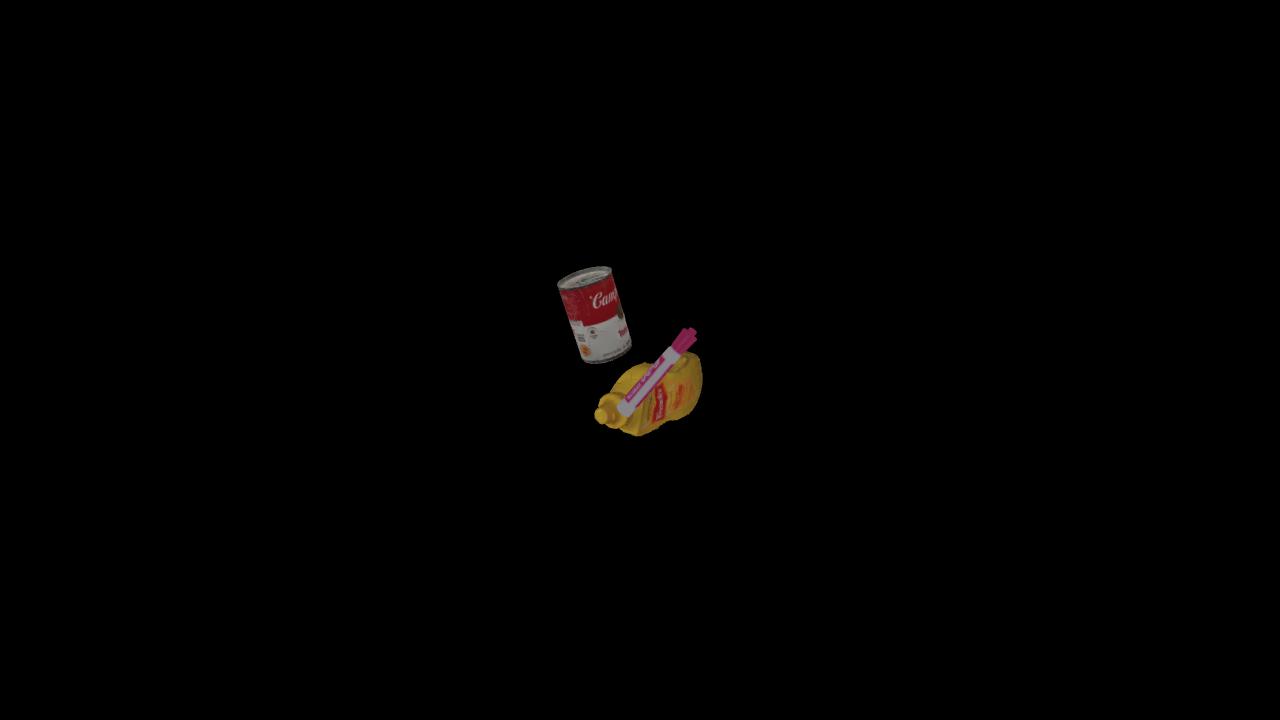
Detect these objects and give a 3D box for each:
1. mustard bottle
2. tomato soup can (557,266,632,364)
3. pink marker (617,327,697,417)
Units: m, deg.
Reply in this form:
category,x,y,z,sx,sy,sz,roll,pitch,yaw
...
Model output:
category,x,y,z,sx,sy,sz,roll,pitch,yaw
mustard bottle,0.008,0.046,0.750,0.054,0.092,0.184,26,24,29
tomato soup can,-0.053,-0.053,0.742,0.068,0.101,0.068,-13,24,6
pink marker,0.019,0.013,0.655,0.020,0.121,0.020,36,18,-14
